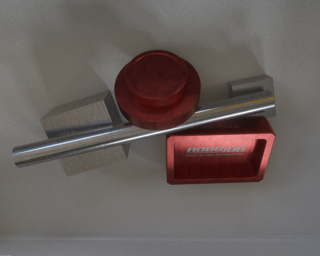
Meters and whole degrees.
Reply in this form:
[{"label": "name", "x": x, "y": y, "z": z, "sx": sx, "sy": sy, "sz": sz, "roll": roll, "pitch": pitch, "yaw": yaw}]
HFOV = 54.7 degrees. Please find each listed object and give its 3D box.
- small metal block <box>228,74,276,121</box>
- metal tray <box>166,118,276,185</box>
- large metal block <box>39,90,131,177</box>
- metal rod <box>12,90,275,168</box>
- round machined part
[{"label": "small metal block", "x": 0.118, "y": -0.037, "z": 0.397, "sx": 0.050, "sy": 0.025, "sz": 0.050, "roll": -11, "pitch": 110, "yaw": 3}, {"label": "metal tray", "x": 0.073, "y": 0.032, "z": 0.405, "sx": 0.131, "sy": 0.030, "sz": 0.089, "roll": -2, "pitch": 130, "yaw": -1}, {"label": "large metal block", "x": -0.091, "y": 0.006, "z": 0.396, "sx": 0.080, "sy": 0.050, "sz": 0.080, "roll": -17, "pitch": 110, "yaw": 5}, {"label": "metal rod", "x": -0.015, "y": 0.000, "z": 0.362, "sx": 0.302, "sy": 0.025, "sz": 0.025, "roll": -13, "pitch": 110, "yaw": -4}, {"label": "round machined part", "x": -0.003, "y": -0.049, "z": 0.350, "sx": 0.099, "sy": 0.098, "sz": 0.042, "roll": -4, "pitch": 151, "yaw": 1}]
